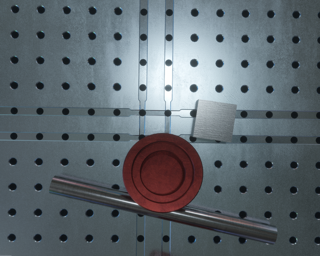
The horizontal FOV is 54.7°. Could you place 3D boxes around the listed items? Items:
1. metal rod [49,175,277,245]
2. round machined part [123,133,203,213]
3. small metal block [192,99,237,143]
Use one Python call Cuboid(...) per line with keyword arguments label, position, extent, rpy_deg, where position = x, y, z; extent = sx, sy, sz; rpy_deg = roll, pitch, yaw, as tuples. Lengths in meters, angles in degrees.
Cuboid(label="metal rod", position=(0.005, 0.109, 0.413), extent=(0.302, 0.025, 0.025), rpy_deg=(13, 90, -1))
Cuboid(label="round machined part", position=(0.003, 0.059, 0.396), extent=(0.099, 0.042, 0.098), rpy_deg=(1, 73, -2))
Cuboid(label="small metal block", position=(0.072, -0.009, 0.414), extent=(0.050, 0.025, 0.050), rpy_deg=(9, 90, -1))
